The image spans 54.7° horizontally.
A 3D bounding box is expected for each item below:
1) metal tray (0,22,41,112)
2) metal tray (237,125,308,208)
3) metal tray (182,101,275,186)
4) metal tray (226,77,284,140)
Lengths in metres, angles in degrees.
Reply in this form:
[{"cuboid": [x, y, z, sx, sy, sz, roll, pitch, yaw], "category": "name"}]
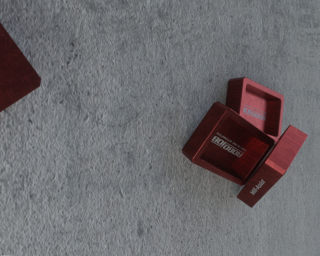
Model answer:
[{"cuboid": [-0.176, -0.066, 0.254, 0.090, 0.030, 0.130, -45, 117, -31], "category": "metal tray"}, {"cuboid": [0.176, 0.064, 0.494, 0.090, 0.030, 0.129, -44, 161, -31], "category": "metal tray"}, {"cuboid": [0.106, 0.028, 0.465, 0.131, 0.030, 0.090, 28, 99, -37], "category": "metal tray"}, {"cuboid": [0.167, -0.028, 0.540, 0.131, 0.030, 0.090, 13, 82, -39], "category": "metal tray"}]
